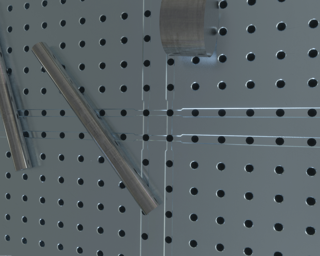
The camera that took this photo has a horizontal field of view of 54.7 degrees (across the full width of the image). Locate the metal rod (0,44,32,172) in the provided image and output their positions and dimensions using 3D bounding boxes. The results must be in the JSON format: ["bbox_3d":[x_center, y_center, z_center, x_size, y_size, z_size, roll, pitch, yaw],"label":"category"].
[{"bbox_3d":[-0.258,-0.076,0.503,0.025,0.025,0.299,-19,84,19],"label":"metal rod"}]

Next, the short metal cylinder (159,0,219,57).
[{"bbox_3d":[0.037,-0.126,0.370,0.050,0.080,0.079,7,93,20],"label":"short metal cylinder"}]

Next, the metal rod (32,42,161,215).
[{"bbox_3d":[-0.098,-0.007,0.446,0.025,0.025,0.299,-40,78,15],"label":"metal rod"}]
